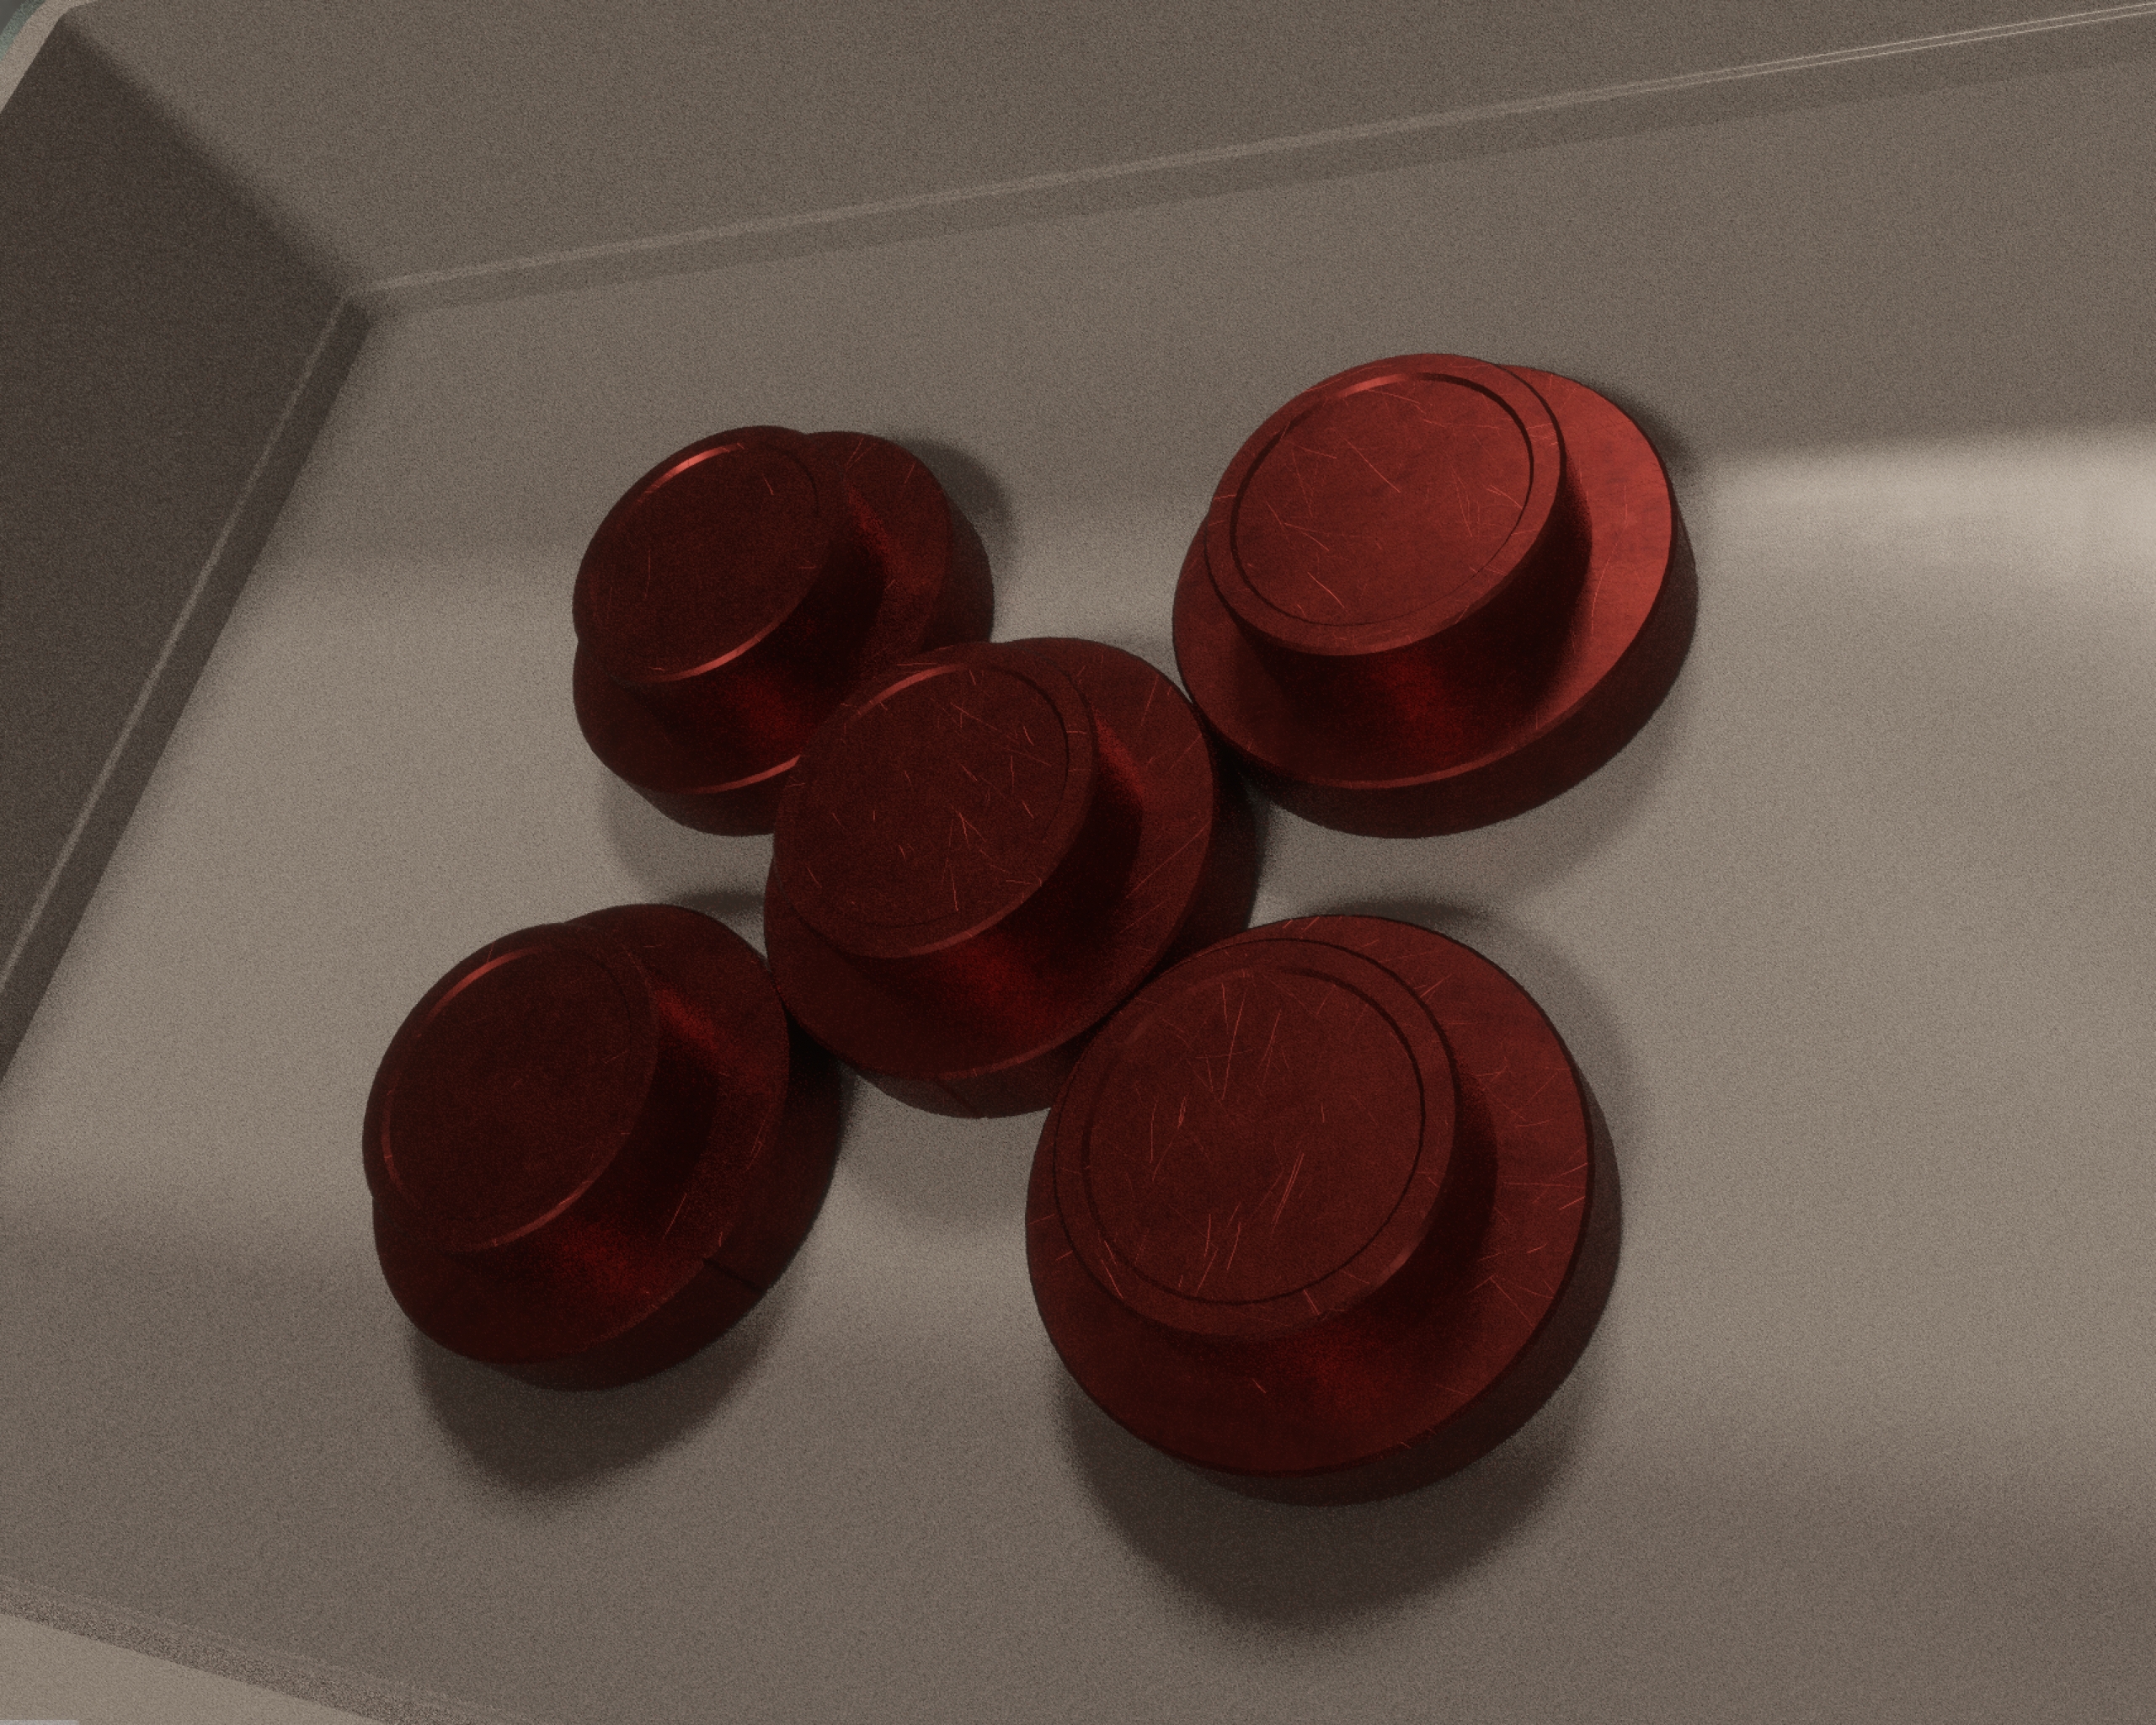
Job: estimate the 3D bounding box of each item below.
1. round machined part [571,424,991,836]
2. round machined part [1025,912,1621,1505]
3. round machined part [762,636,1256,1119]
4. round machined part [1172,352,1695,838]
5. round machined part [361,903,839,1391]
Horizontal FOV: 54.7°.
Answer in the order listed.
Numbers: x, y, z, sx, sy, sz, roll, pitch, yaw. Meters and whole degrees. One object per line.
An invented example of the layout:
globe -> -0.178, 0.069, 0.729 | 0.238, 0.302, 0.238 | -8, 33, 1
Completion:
round machined part -> -0.072, -0.058, 0.465 | 0.098, 0.042, 0.098 | -13, 56, 20
round machined part -> 0.035, 0.051, 0.342 | 0.098, 0.042, 0.098 | -13, 56, 20
round machined part -> -0.019, -0.003, 0.403 | 0.098, 0.042, 0.098 | -13, 56, 20
round machined part -> 0.063, -0.057, 0.394 | 0.098, 0.042, 0.098 | -13, 56, 20
round machined part -> -0.100, 0.051, 0.413 | 0.098, 0.042, 0.098 | -13, 56, 20
